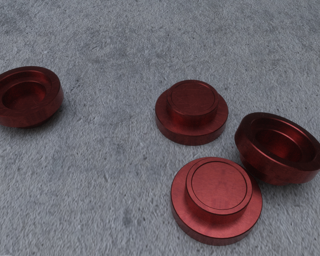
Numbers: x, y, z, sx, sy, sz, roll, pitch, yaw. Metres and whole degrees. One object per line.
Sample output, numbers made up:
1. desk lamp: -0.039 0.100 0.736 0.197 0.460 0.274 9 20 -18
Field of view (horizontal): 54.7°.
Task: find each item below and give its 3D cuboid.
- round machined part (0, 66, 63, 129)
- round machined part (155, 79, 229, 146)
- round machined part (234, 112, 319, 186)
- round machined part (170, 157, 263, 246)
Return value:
1. round machined part: -0.181 -0.037 0.422 0.099 0.042 0.098 0 50 0
2. round machined part: 0.043 -0.028 0.415 0.099 0.042 0.098 0 50 0
3. round machined part: 0.132 0.028 0.357 0.099 0.042 0.098 12 37 -9
4. round machined part: 0.061 0.071 0.333 0.099 0.042 0.098 0 50 0
